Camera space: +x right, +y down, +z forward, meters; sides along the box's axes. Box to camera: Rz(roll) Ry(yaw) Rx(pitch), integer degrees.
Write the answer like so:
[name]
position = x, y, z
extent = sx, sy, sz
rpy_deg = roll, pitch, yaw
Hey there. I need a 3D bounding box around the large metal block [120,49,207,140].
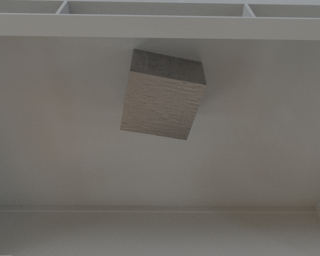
[large metal block]
position = 0.001, -0.037, 0.361
extent = 0.080, 0.050, 0.079
rpy_deg = 9, 130, -8
